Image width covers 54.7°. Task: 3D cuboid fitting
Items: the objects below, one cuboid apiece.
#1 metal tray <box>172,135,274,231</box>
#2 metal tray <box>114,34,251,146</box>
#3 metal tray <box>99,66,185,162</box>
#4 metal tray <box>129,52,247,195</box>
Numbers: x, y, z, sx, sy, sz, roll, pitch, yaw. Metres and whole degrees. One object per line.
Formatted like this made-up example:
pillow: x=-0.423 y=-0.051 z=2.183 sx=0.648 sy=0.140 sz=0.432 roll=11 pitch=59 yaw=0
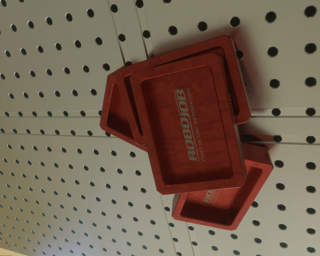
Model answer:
metal tray: x=0.074 y=0.074 z=0.394 sx=0.091 sy=0.030 sz=0.129 roll=12 pitch=126 yaw=-4
metal tray: x=0.024 y=-0.038 z=0.339 sx=0.130 sy=0.030 sz=0.089 roll=-14 pitch=97 yaw=20
metal tray: x=-0.011 y=-0.013 z=0.403 sx=0.130 sy=0.030 sz=0.089 roll=26 pitch=127 yaw=11
metal tray: x=0.029 y=-0.002 z=0.313 sx=0.090 sy=0.030 sz=0.129 roll=-10 pitch=98 yaw=20
